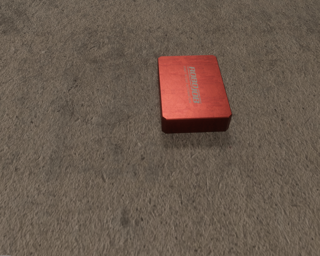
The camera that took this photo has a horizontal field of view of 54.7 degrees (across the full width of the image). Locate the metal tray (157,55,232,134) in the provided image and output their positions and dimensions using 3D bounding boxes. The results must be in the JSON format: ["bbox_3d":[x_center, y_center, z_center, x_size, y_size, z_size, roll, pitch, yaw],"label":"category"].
[{"bbox_3d":[0.045,-0.052,0.445,0.091,0.030,0.130,-2,50,-2],"label":"metal tray"}]
